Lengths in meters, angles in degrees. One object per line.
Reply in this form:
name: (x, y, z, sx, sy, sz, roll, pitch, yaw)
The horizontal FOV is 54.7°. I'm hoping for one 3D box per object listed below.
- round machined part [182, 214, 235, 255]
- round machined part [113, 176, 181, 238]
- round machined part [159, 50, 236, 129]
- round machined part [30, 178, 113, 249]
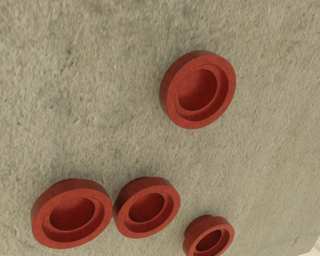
round machined part: (0.084, 0.199, 0.567, 0.099, 0.042, 0.097, -14, 125, -21)
round machined part: (-0.023, 0.110, 0.453, 0.099, 0.042, 0.097, -14, 125, -21)
round machined part: (0.043, -0.051, 0.390, 0.099, 0.042, 0.097, -14, 125, -21)
round machined part: (-0.114, 0.105, 0.399, 0.099, 0.042, 0.097, -14, 125, -21)
